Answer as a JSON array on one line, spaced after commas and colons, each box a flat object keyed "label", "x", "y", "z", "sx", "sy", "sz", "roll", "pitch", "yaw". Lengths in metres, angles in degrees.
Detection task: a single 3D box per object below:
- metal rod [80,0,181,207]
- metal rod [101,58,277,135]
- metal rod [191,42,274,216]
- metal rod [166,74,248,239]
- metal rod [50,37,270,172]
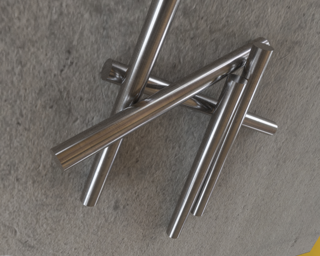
[{"label": "metal rod", "x": -0.039, "y": -0.022, "z": 0.345, "sx": 0.025, "sy": 0.025, "sz": 0.298, "roll": 6, "pitch": 124, "yaw": -31}, {"label": "metal rod", "x": 0.062, "y": -0.032, "z": 0.422, "sx": 0.302, "sy": 0.025, "sz": 0.025, "roll": 15, "pitch": 111, "yaw": -35}, {"label": "metal rod", "x": 0.092, "y": 0.023, "z": 0.447, "sx": 0.025, "sy": 0.025, "sz": 0.298, "roll": -6, "pitch": 129, "yaw": -26}, {"label": "metal rod", "x": 0.058, "y": 0.061, "z": 0.452, "sx": 0.025, "sy": 0.025, "sz": 0.298, "roll": -3, "pitch": 128, "yaw": -27}, {"label": "metal rod", "x": 0.022, "y": -0.040, "z": 0.349, "sx": 0.302, "sy": 0.025, "sz": 0.025, "roll": -31, "pitch": 130, "yaw": -27}]
